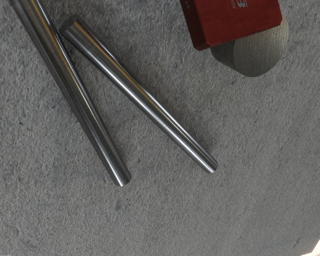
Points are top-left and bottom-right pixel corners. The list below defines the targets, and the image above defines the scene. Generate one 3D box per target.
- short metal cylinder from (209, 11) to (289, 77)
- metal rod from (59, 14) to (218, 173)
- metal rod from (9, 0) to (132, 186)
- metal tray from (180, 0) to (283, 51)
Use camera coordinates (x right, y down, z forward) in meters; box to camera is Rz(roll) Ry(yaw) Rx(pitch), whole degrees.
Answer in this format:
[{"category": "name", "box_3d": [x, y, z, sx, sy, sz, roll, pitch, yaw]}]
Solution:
[{"category": "short metal cylinder", "box_3d": [0.109, -0.109, 0.383, 0.081, 0.050, 0.079, -14, 124, -21]}, {"category": "metal rod", "box_3d": [-0.004, -0.020, 0.392, 0.025, 0.025, 0.300, -44, 130, 2]}, {"category": "metal rod", "box_3d": [-0.092, -0.041, 0.330, 0.025, 0.025, 0.299, -29, 128, -10]}, {"category": "metal tray", "box_3d": [0.061, -0.152, 0.306, 0.091, 0.030, 0.129, -21, 99, -16]}]
